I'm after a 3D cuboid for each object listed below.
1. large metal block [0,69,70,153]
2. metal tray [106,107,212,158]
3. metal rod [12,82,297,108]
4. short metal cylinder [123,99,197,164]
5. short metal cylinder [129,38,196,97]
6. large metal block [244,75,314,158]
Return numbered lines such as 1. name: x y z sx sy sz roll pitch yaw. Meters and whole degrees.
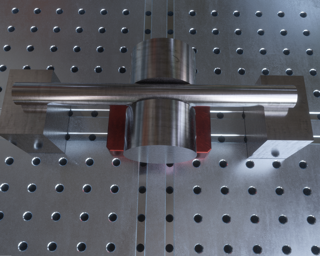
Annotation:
1. large metal block: -0.151 -0.018 0.387 0.050 0.080 0.080 1 70 0
2. metal tray: 0.000 -0.008 0.412 0.131 0.030 0.090 1 70 0
3. metal rod: -0.006 -0.036 0.339 0.302 0.025 0.025 1 70 0
4. short metal cylinder: 0.001 0.007 0.348 0.080 0.080 0.050 1 70 0
5. short metal cylinder: 0.003 -0.064 0.374 0.080 0.080 0.050 1 70 0
6. large metal block: 0.142 -0.011 0.386 0.050 0.080 0.080 1 70 0
